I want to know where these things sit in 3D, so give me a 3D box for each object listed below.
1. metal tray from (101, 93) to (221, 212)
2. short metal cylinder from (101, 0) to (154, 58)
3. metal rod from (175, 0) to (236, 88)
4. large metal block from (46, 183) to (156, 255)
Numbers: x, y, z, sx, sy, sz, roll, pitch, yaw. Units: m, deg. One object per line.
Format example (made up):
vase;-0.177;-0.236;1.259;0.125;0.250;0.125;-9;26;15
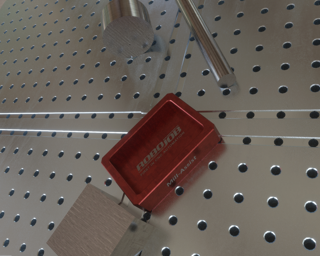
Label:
metal tray;-0.001;0.027;0.388;0.130;0.030;0.090;-45;51;-3
short metal cylinder;-0.053;-0.160;0.500;0.080;0.080;0.050;-23;54;14
metal rod;0.051;-0.176;0.488;0.025;0.025;0.299;-26;53;12
large metal block;-0.066;0.122;0.352;0.080;0.050;0.080;25;75;36
